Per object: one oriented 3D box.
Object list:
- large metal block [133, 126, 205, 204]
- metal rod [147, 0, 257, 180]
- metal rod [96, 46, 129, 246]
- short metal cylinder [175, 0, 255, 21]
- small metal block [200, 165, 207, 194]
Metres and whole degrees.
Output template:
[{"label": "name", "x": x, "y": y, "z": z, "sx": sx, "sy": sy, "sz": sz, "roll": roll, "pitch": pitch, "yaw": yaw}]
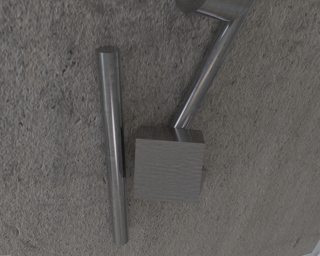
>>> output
[{"label": "large metal block", "x": 0.011, "y": 0.045, "z": 0.395, "sx": 0.080, "sy": 0.050, "sz": 0.079, "roll": 4, "pitch": 108, "yaw": 2}, {"label": "metal rod", "x": 0.046, "y": -0.044, "z": 0.405, "sx": 0.025, "sy": 0.025, "sz": 0.298, "roll": 14, "pitch": 111, "yaw": -34}, {"label": "metal rod", "x": -0.057, "y": 0.045, "z": 0.403, "sx": 0.025, "sy": 0.025, "sz": 0.298, "roll": -13, "pitch": 124, "yaw": -22}, {"label": "short metal cylinder", "x": 0.055, "y": -0.152, "z": 0.308, "sx": 0.050, "sy": 0.080, "sz": 0.079, "roll": -1, "pitch": 119, "yaw": -28}, {"label": "small metal block", "x": 0.040, "y": 0.081, "z": 0.479, "sx": 0.050, "sy": 0.025, "sz": 0.050, "roll": -4, "pitch": 120, "yaw": -27}]
